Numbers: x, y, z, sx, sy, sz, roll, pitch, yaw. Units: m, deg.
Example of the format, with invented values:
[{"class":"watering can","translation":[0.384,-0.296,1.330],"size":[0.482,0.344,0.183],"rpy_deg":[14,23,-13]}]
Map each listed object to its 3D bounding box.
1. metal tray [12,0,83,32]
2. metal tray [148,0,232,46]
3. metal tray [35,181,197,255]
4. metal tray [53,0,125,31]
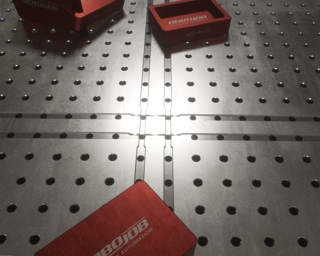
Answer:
[{"class":"metal tray","translation":[-0.206,-0.232,0.556],"size":[0.130,0.090,0.030],"rpy_deg":[17,55,13]},{"class":"metal tray","translation":[0.053,-0.201,0.573],"size":[0.131,0.030,0.090],"rpy_deg":[-15,52,-13]},{"class":"metal tray","translation":[-0.041,0.122,0.301],"size":[0.131,0.030,0.090],"rpy_deg":[-32,57,-25]},{"class":"metal tray","translation":[-0.139,-0.243,0.582],"size":[0.090,0.030,0.131],"rpy_deg":[40,54,7]}]
